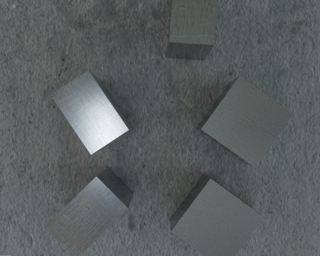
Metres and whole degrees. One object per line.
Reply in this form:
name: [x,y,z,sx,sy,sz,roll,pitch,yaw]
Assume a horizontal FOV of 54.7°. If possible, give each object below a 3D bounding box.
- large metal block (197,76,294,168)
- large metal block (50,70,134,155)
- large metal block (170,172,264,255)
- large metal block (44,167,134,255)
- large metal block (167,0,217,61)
large metal block: [0.106,-0.008,0.399,0.080,0.050,0.080,36,90,-1]
large metal block: [-0.078,-0.017,0.381,0.050,0.080,0.080,-34,90,0]
large metal block: [0.069,0.116,0.399,0.080,0.050,0.080,36,90,-1]
large metal block: [-0.082,0.099,0.382,0.080,0.080,0.050,-44,91,0]
large metal block: [0.038,-0.133,0.383,0.050,0.080,0.079,4,90,0]
